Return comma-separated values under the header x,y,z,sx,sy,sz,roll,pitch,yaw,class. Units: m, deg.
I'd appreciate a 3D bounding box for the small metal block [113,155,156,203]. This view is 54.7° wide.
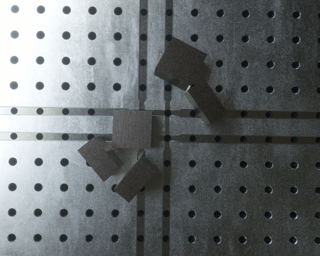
x,y,z,sx,sy,sz,roll,pitch,yaw,class
-0.031,0.064,0.401,0.025,0.050,0.050,40,90,-1,small metal block

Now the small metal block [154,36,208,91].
x,y,z,sx,sy,sz,roll,pitch,yaw,class
0.027,-0.084,0.409,0.050,0.025,0.050,28,77,0,small metal block

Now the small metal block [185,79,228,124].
x,y,z,sx,sy,sz,roll,pitch,yaw,class
0.058,-0.033,0.402,0.025,0.050,0.050,-35,91,0,small metal block

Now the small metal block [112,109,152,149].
x,y,z,sx,sy,sz,roll,pitch,yaw,class
-0.036,0.002,0.413,0.050,0.025,0.050,2,90,-1,small metal block

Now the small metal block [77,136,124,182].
x,y,z,sx,sy,sz,roll,pitch,yaw,class
-0.075,0.038,0.400,0.025,0.050,0.050,-40,91,0,small metal block
